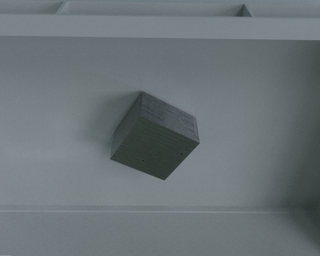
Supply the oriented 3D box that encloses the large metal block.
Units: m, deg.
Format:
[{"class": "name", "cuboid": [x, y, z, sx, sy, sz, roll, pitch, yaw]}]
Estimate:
[{"class": "large metal block", "cuboid": [-0.008, 0.013, 0.399, 0.080, 0.050, 0.080, 25, 125, -20]}]
